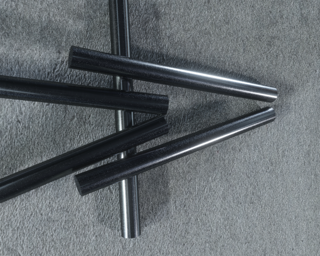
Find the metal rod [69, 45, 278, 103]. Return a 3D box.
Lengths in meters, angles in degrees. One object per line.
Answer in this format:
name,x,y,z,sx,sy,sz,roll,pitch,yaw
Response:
metal rod,0.036,-0.065,0.407,0.302,0.025,0.025,6,88,-27

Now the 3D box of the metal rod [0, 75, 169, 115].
metal rod,-0.138,-0.042,0.344,0.302,0.025,0.025,5,88,-15

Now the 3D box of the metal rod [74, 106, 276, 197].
metal rod,0.038,0.022,0.409,0.302,0.025,0.025,-18,97,-26

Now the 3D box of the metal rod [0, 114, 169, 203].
metal rod,-0.130,0.051,0.348,0.302,0.025,0.025,-22,98,-14

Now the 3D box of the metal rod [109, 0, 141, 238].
metal rod,-0.045,-0.012,0.394,0.025,0.025,0.298,-3,91,-20
